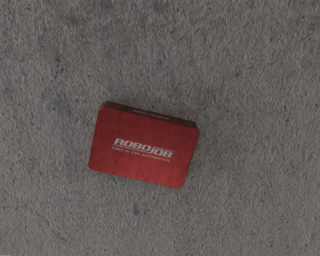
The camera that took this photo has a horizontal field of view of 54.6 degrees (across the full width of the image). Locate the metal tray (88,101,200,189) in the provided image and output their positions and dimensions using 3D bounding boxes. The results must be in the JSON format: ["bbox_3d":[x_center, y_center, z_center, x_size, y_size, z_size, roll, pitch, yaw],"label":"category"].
[{"bbox_3d":[-0.022,0.024,0.416,0.131,0.030,0.089,13,110,-5],"label":"metal tray"}]
